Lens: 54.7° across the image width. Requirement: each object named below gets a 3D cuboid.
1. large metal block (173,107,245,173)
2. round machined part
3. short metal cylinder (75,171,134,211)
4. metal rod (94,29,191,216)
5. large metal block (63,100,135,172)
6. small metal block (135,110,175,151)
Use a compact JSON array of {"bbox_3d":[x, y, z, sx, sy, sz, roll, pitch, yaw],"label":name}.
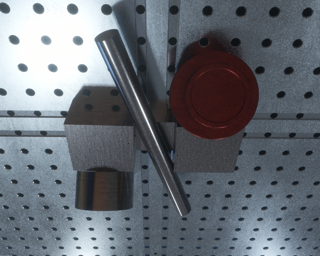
[{"bbox_3d":[0.059,0.013,0.408,0.081,0.050,0.079,1,130,-1],"label":"large metal block"},{"bbox_3d":[0.060,-0.035,0.339,0.099,0.042,0.097,0,95,-1],"label":"round machined part"},{"bbox_3d":[-0.078,0.087,0.440,0.081,0.050,0.080,1,173,0],"label":"short metal cylinder"},{"bbox_3d":[-0.008,0.018,0.393,0.025,0.025,0.299,-14,129,11],"label":"metal rod"},{"bbox_3d":[-0.073,0.011,0.405,0.081,0.050,0.079,1,130,-2],"label":"large metal block"},{"bbox_3d":[-0.006,0.004,0.415,0.050,0.025,0.050,0,130,-1],"label":"small metal block"}]
